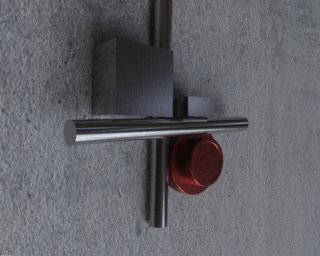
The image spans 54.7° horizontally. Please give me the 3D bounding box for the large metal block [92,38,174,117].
[{"bbox_3d":[-0.031,-0.053,0.364,0.081,0.050,0.079,1,90,-40],"label":"large metal block"}]

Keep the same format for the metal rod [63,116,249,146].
[{"bbox_3d":[0.024,-0.001,0.396,0.302,0.025,0.025,-3,92,-44],"label":"metal rod"}]

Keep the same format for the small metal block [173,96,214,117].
[{"bbox_3d":[0.038,-0.028,0.425,0.050,0.050,0.025,-2,92,-40],"label":"small metal block"}]

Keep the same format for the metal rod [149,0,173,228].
[{"bbox_3d":[0.001,-0.022,0.409,0.025,0.025,0.298,2,89,-40],"label":"metal rod"}]

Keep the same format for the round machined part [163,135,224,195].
[{"bbox_3d":[0.053,0.047,0.441,0.099,0.042,0.097,0,90,-40],"label":"round machined part"}]
